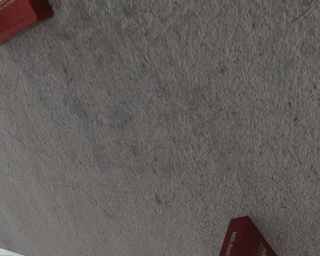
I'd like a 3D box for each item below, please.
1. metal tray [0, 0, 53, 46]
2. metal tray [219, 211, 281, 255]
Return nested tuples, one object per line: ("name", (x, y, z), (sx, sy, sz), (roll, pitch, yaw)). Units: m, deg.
("metal tray", (-0.214, -0.167, 0.412), (0.130, 0.030, 0.090), (-11, 113, 33))
("metal tray", (0.118, 0.188, 0.410), (0.030, 0.131, 0.090), (-29, 102, 36))
